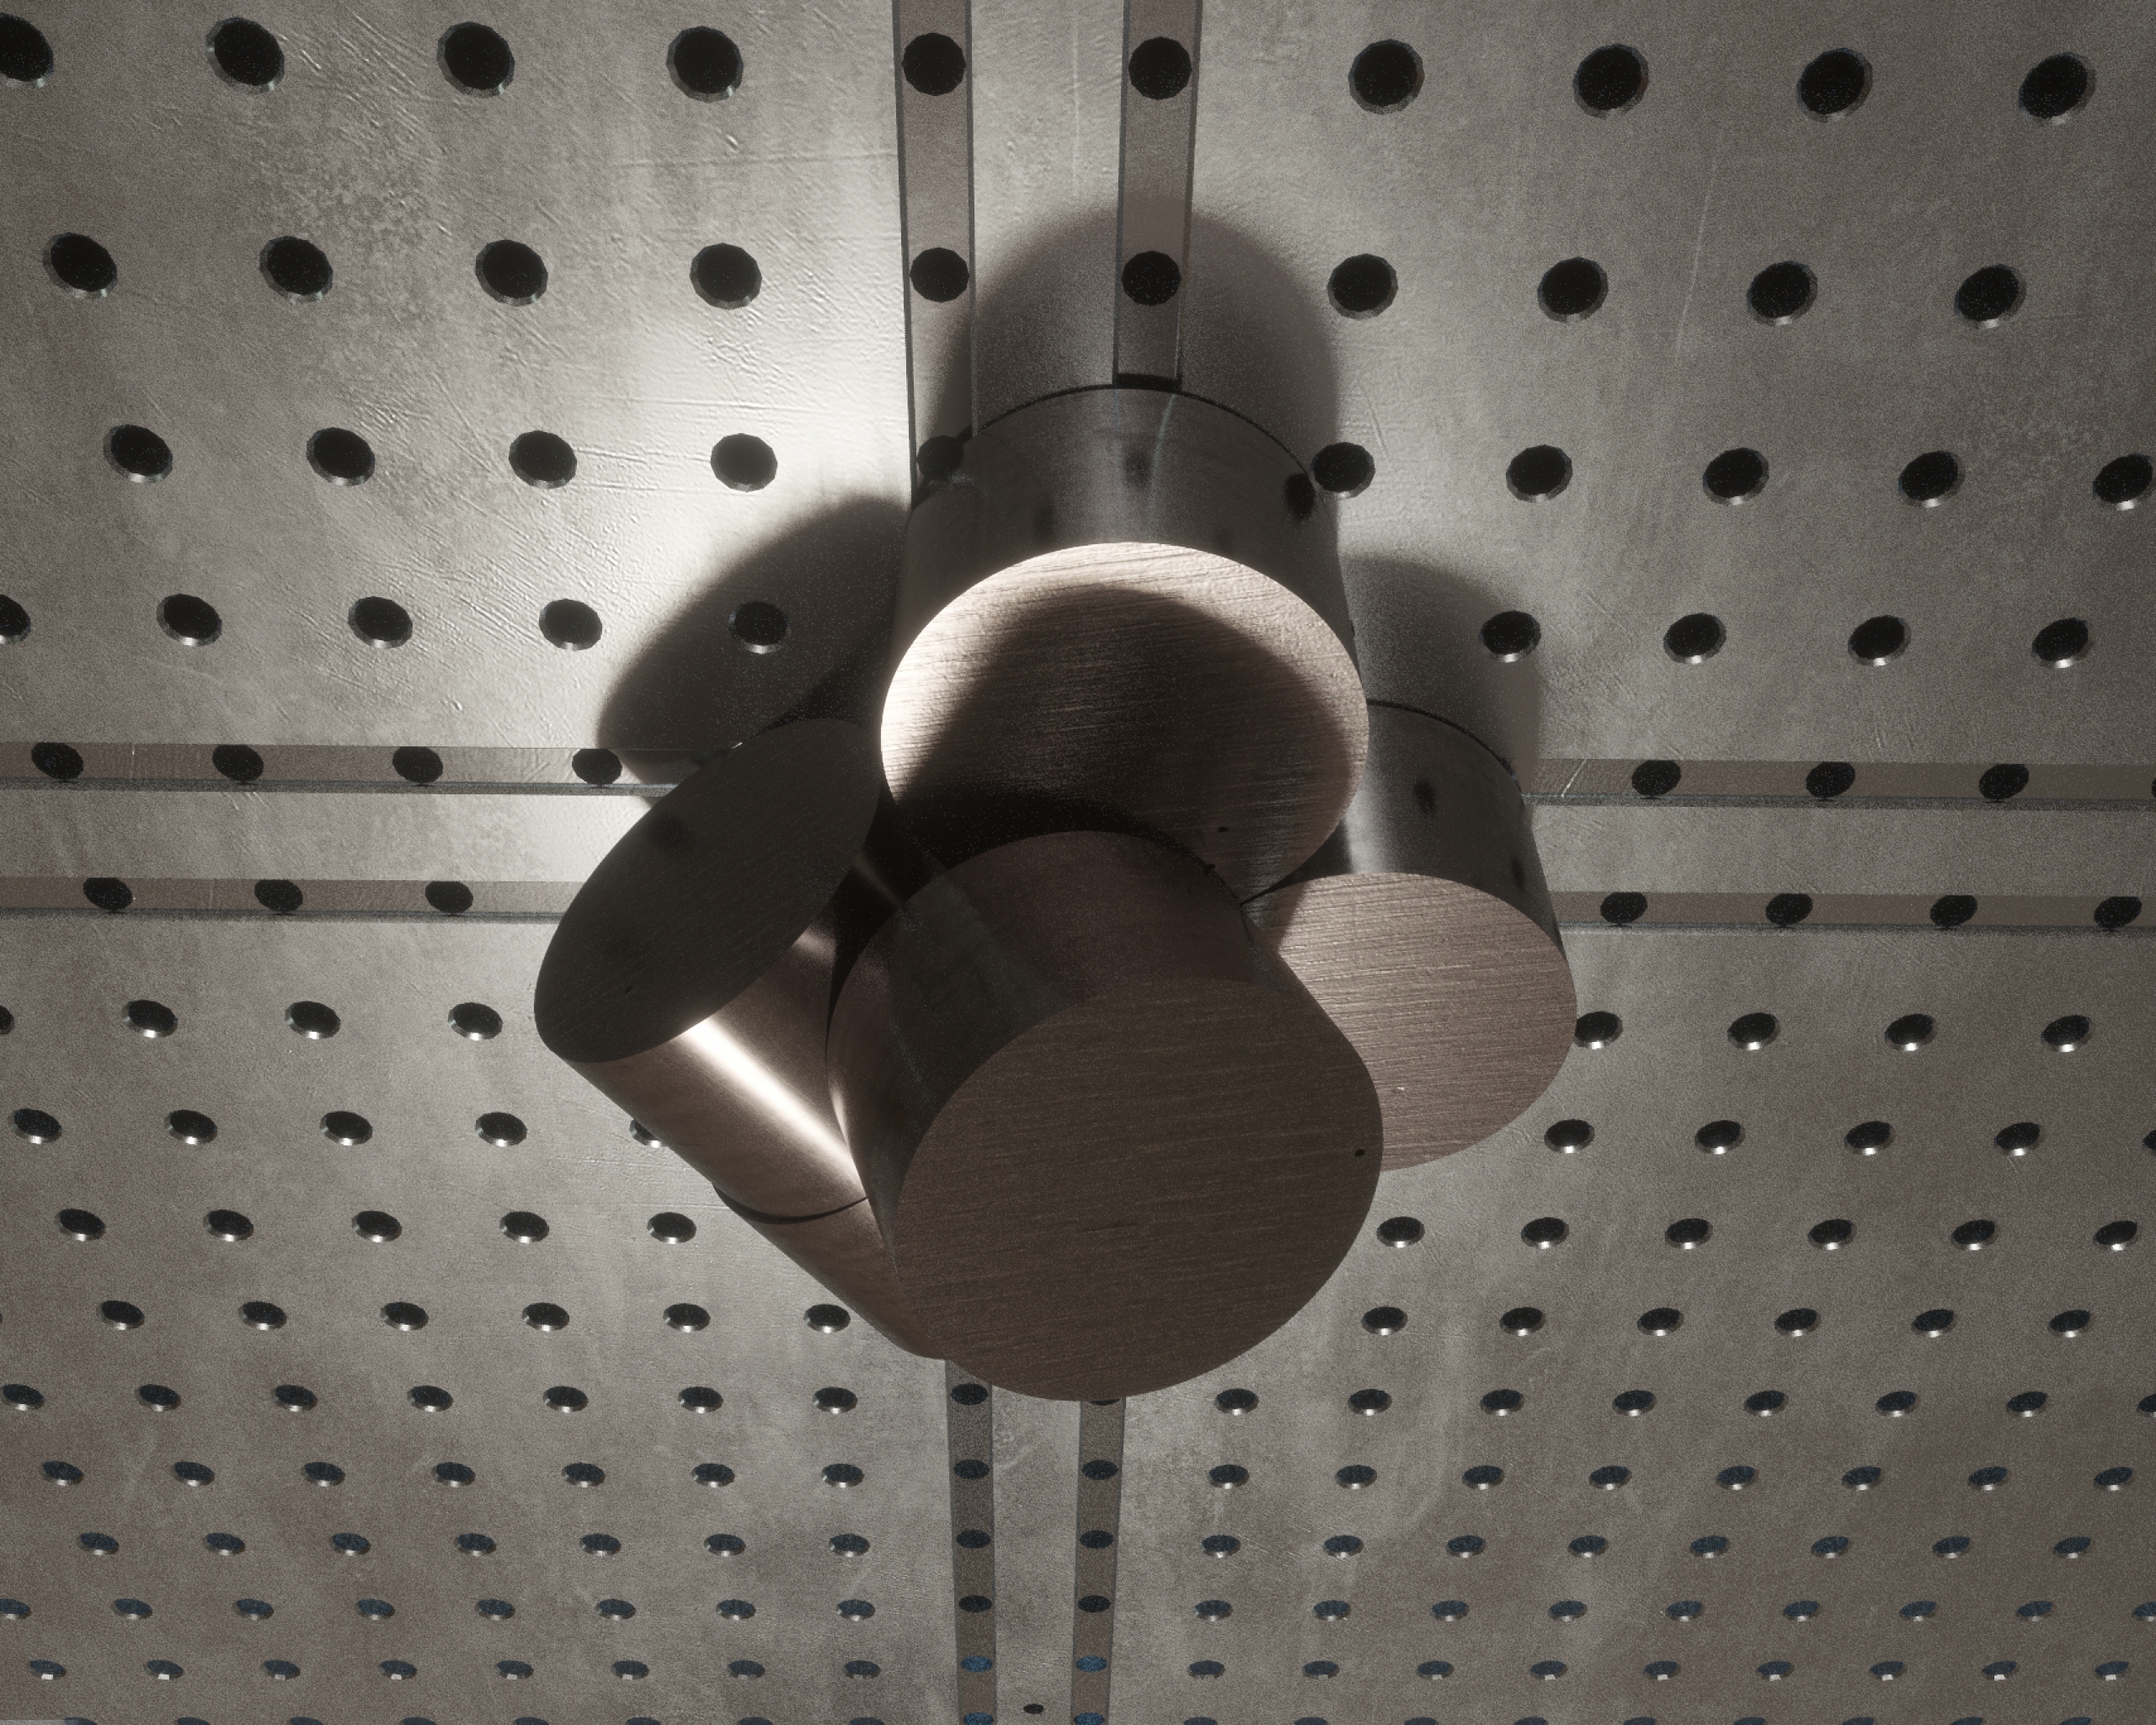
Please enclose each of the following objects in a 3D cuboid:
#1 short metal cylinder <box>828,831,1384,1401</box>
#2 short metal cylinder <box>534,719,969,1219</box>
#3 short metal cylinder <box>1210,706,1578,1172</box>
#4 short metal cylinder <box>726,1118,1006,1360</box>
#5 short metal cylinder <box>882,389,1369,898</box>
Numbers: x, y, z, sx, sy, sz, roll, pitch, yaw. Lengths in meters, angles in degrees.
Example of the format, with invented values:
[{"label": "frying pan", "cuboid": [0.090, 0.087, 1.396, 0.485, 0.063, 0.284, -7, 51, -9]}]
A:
[{"label": "short metal cylinder", "cuboid": [0.003, 0.041, 0.346, 0.081, 0.050, 0.079, -9, 119, -16]}, {"label": "short metal cylinder", "cuboid": [-0.054, 0.019, 0.391, 0.080, 0.080, 0.050, -27, 125, 21]}, {"label": "short metal cylinder", "cuboid": [0.053, 0.016, 0.408, 0.081, 0.050, 0.079, 0, 130, 0]}, {"label": "short metal cylinder", "cuboid": [-0.027, 0.052, 0.419, 0.080, 0.080, 0.050, -27, 125, 20]}, {"label": "short metal cylinder", "cuboid": [0.008, -0.035, 0.364, 0.081, 0.050, 0.079, 0, 130, 0]}]
